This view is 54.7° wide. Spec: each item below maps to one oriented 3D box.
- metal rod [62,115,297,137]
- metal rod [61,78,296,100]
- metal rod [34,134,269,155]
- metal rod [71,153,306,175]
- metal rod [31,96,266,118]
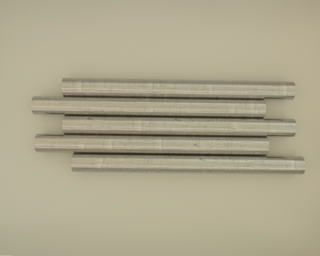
[{"bbox_3d":[0.026,-0.002,0.410,0.302,0.025,0.025,1,90,-1],"label":"metal rod"},{"bbox_3d":[0.025,-0.052,0.410,0.302,0.025,0.025,1,90,-1],"label":"metal rod"},{"bbox_3d":[-0.010,0.022,0.410,0.302,0.025,0.025,1,90,-1],"label":"metal rod"},{"bbox_3d":[0.037,0.048,0.411,0.302,0.025,0.025,1,90,-1],"label":"metal rod"},{"bbox_3d":[-0.014,-0.028,0.410,0.302,0.025,0.025,1,90,-1],"label":"metal rod"}]
